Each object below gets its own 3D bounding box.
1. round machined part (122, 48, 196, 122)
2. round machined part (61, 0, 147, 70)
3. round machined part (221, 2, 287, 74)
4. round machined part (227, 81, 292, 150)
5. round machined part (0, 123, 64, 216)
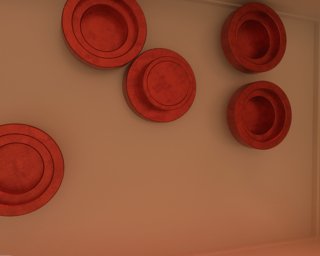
[{"bbox_3d":[0.004,-0.056,0.404,0.099,0.042,0.097,0,90,-21],"label":"round machined part"},{"bbox_3d":[-0.069,-0.118,0.376,0.099,0.042,0.097,0,90,-21],"label":"round machined part"},{"bbox_3d":[0.131,-0.127,0.451,0.099,0.042,0.097,0,90,-21],"label":"round machined part"},{"bbox_3d":[0.140,-0.018,0.455,0.099,0.042,0.097,0,90,-21],"label":"round machined part"},{"bbox_3d":[-0.159,0.044,0.343,0.099,0.042,0.097,0,90,-21],"label":"round machined part"}]
